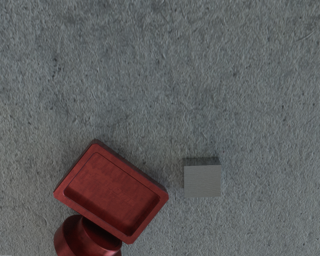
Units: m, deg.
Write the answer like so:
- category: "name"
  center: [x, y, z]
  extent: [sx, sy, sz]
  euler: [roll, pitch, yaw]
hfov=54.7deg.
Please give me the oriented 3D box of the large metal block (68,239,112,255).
- category: "large metal block"
  center: [-0.111, 0.235, 0.482]
  extent: [0.080, 0.050, 0.080]
  euler: [-36, 107, 12]

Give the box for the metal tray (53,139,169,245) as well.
- category: "metal tray"
  center: [-0.065, 0.088, 0.427]
  extent: [0.130, 0.030, 0.090]
  euler: [38, 91, -13]

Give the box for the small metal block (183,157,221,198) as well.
- category: "small metal block"
  center: [0.058, 0.069, 0.436]
  extent: [0.050, 0.025, 0.050]
  euler: [-2, 110, 0]

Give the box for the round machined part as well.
- category: "round machined part"
  center: [-0.091, 0.156, 0.428]
  extent: [0.098, 0.098, 0.042]
  euler: [38, 101, -13]
